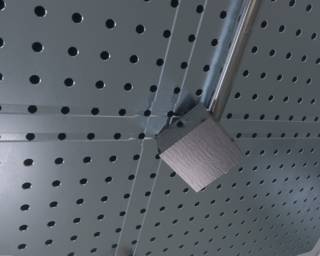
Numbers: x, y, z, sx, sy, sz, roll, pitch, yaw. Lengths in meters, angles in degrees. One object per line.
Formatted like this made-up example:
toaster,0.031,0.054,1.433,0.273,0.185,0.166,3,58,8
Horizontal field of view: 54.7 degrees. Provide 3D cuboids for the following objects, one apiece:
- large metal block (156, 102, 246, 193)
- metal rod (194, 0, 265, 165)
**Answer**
large metal block,0.053,0.026,0.417,0.080,0.050,0.080,-38,114,13
metal rod,0.090,-0.072,0.415,0.025,0.025,0.298,1,118,-29
